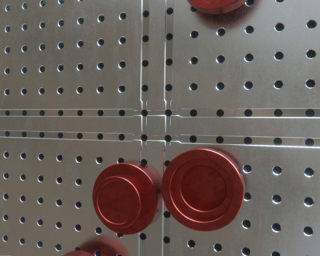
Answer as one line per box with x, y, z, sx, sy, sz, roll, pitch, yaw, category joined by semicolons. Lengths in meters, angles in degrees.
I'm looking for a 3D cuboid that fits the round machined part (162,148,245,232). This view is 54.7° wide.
0.055;0.073;0.384;0.098;0.042;0.097;0;90;19;round machined part

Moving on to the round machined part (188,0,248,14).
0.073;-0.187;0.377;0.098;0.042;0.097;0;90;19;round machined part

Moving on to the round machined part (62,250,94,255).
-0.111;0.223;0.441;0.098;0.042;0.097;0;90;19;round machined part

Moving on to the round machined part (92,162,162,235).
-0.050;0.097;0.420;0.098;0.042;0.097;0;90;19;round machined part
